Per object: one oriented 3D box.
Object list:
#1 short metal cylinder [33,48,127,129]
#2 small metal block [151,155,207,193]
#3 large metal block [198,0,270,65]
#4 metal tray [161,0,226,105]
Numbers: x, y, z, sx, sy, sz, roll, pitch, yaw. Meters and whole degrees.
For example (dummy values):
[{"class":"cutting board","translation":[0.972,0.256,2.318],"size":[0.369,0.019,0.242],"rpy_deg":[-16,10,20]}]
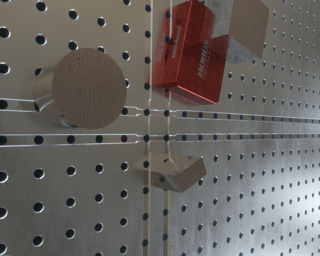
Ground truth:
[{"class":"short metal cylinder","translation":[-0.082,-0.039,0.324],"size":[0.081,0.050,0.079],"rpy_deg":[0,90,-40]},{"class":"small metal block","translation":[0.025,0.060,0.414],"size":[0.050,0.050,0.025],"rpy_deg":[-29,108,-36]},{"class":"large metal block","translation":[0.107,-0.147,0.443],"size":[0.080,0.050,0.080],"rpy_deg":[20,78,-38]},{"class":"metal tray","translation":[0.056,-0.108,0.453],"size":[0.091,0.030,0.129],"rpy_deg":[19,78,-39]}]
